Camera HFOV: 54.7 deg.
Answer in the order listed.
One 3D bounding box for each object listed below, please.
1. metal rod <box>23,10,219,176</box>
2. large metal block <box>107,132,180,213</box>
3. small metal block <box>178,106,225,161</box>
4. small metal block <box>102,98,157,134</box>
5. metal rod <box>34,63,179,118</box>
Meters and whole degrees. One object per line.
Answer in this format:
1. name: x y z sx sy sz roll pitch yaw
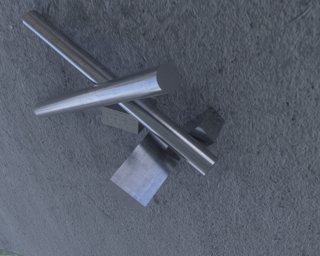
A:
1. metal rod: -0.057 -0.051 0.366 0.300 0.025 0.025 40 130 15
2. large metal block: -0.021 0.057 0.398 0.050 0.080 0.080 38 157 3
3. small metal block: 0.045 0.006 0.370 0.025 0.050 0.050 49 128 -7
4. small metal block: -0.038 -0.021 0.396 0.050 0.050 0.025 17 125 18
5. metal rod: -0.089 -0.035 0.370 0.299 0.025 0.025 -4 118 50
